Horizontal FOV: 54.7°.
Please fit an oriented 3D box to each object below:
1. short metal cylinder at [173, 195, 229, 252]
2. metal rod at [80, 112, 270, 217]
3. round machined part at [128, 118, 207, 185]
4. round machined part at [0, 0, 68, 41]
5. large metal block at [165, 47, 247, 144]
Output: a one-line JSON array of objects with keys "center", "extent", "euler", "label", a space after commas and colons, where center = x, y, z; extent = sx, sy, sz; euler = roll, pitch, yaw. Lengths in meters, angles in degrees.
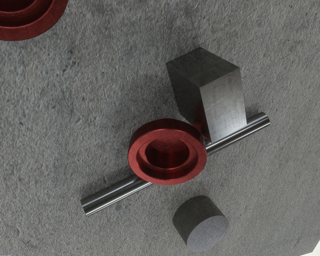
[{"center": [0.069, 0.163, 0.529], "extent": [0.081, 0.050, 0.079], "euler": [-14, 124, -21], "label": "short metal cylinder"}, {"center": [0.031, 0.047, 0.452], "extent": [0.302, 0.025, 0.025], "euler": [-25, 128, -13], "label": "metal rod"}, {"center": [0.009, 0.026, 0.401], "extent": [0.099, 0.042, 0.097], "euler": [0, 129, 1], "label": "round machined part"}, {"center": [-0.126, -0.124, 0.250], "extent": [0.099, 0.042, 0.097], "euler": [-14, 124, -21], "label": "round machined part"}, {"center": [0.056, -0.042, 0.376], "extent": [0.050, 0.080, 0.080], "euler": [-28, 128, -11], "label": "large metal block"}]
